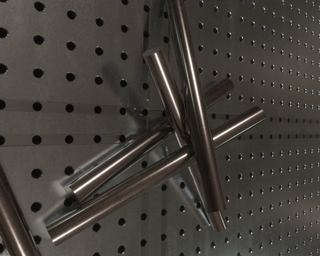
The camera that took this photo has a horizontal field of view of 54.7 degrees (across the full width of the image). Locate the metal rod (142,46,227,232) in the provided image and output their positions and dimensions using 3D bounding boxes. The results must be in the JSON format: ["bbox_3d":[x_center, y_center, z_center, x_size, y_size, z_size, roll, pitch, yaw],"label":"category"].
[{"bbox_3d":[0.043,0.034,0.421,0.025,0.025,0.299,-43,124,-32],"label":"metal rod"}]

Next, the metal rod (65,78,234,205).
[{"bbox_3d":[0.008,0.002,0.417,0.302,0.025,0.025,-35,112,-35],"label":"metal rod"}]

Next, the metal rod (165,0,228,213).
[{"bbox_3d":[0.040,-0.049,0.385,0.025,0.025,0.299,5,69,-40],"label":"metal rod"}]

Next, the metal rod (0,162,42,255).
[{"bbox_3d":[-0.132,0.117,0.299,0.025,0.025,0.298,-27,107,-37],"label":"metal rod"}]

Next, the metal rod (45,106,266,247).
[{"bbox_3d":[0.012,0.046,0.374,0.302,0.025,0.025,-27,108,-22],"label":"metal rod"}]
